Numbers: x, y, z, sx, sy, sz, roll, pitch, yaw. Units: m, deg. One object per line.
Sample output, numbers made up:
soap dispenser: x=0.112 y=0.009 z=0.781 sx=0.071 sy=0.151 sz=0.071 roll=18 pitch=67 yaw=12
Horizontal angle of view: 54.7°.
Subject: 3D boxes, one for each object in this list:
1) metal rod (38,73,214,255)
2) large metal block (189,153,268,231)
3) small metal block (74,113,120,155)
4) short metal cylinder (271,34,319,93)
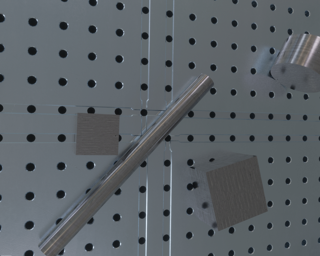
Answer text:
metal rod: x=-0.034 y=0.039 z=0.400 sx=0.301 sy=0.025 sz=0.025 roll=-47 pitch=105 yaw=-14
large metal block: x=0.095 y=0.086 z=0.435 sx=0.081 sy=0.050 sz=0.080 roll=-14 pitch=95 yaw=-20
small metal block: x=-0.078 y=0.008 z=0.384 sx=0.050 sy=0.025 sz=0.050 roll=2 pitch=89 yaw=-20
short metal cylinder: x=0.215 y=-0.095 z=0.463 sx=0.080 sy=0.080 sz=0.050 roll=31 pitch=80 yaw=-18
